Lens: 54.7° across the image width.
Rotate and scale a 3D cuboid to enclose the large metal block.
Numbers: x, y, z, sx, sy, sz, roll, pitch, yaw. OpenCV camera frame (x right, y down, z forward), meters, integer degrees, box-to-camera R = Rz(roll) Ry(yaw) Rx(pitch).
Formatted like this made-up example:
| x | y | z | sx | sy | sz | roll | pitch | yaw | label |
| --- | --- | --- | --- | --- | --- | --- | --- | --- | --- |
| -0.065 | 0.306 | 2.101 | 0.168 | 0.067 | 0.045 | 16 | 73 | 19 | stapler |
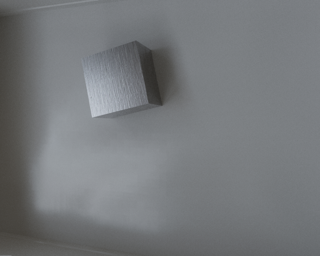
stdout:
| x | y | z | sx | sy | sz | roll | pitch | yaw | label |
| --- | --- | --- | --- | --- | --- | --- | --- | --- | --- |
| -0.050 | -0.061 | 0.414 | 0.080 | 0.050 | 0.080 | -13 | 86 | 19 | large metal block |
